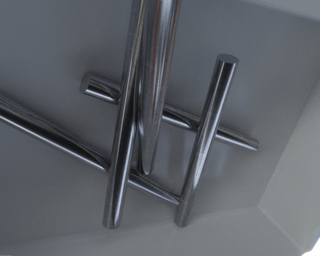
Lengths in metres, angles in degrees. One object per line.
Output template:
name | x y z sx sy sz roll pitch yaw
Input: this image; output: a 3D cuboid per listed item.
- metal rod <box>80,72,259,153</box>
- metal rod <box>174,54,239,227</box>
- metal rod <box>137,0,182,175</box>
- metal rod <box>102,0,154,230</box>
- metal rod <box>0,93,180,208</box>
metal rod | 0.036 -0.010 0.421 0.302 0.025 0.025 18 109 -35
metal rod | 0.056 0.039 0.436 0.025 0.025 0.298 -9 131 -24
metal rod | -0.008 -0.026 0.308 0.025 0.025 0.298 -19 152 -17
metal rod | -0.038 -0.003 0.351 0.025 0.025 0.298 -3 120 -27
metal rod | -0.072 0.045 0.396 0.025 0.025 0.301 -48 129 6
